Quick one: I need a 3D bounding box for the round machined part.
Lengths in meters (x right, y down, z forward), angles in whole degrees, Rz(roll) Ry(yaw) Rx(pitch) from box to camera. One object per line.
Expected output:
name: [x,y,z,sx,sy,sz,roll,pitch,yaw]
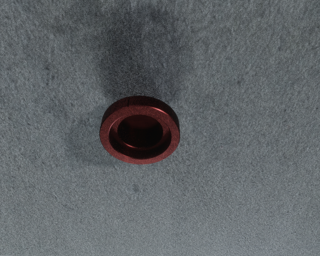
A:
round machined part: [-0.025,-0.002,0.394,0.099,0.042,0.097,-1,130,0]
